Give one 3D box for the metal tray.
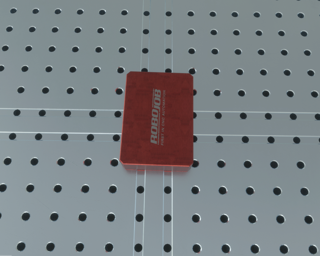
[{"bbox_3d":[-0.002,-0.010,0.412,0.091,0.030,0.130,2,70,0],"label":"metal tray"}]
